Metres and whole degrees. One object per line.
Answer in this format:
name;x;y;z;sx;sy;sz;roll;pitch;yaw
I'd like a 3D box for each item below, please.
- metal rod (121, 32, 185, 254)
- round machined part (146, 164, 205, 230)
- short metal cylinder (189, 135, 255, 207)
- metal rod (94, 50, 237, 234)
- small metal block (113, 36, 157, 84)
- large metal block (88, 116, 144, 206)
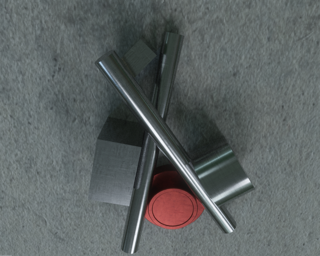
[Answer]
metal rod;-0.013;0.029;0.405;0.025;0.025;0.298;11;104;-5
round machined part;0.017;0.104;0.441;0.099;0.042;0.097;0;110;-1
short metal cylinder;0.081;0.056;0.404;0.050;0.080;0.080;-30;108;10
metal rod;0.021;0.035;0.388;0.025;0.025;0.299;-31;116;10
small metal block;-0.030;-0.080;0.367;0.050;0.050;0.025;-43;105;14
large metal block;-0.054;0.039;0.396;0.050;0.080;0.079;11;110;-5
